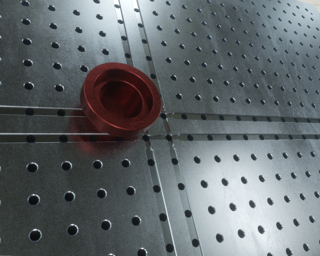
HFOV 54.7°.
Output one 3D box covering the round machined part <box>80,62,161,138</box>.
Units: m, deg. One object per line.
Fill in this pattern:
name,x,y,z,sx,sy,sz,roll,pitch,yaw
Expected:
round machined part,-0.051,-0.031,0.390,0.099,0.042,0.098,14,56,-21
